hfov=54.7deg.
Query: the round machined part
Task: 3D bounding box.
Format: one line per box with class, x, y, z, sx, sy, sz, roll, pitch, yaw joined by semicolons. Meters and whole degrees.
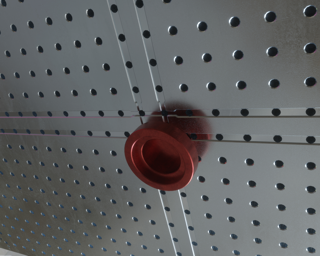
round machined part;0.005;0.033;0.417;0.098;0.042;0.097;13;124;20
